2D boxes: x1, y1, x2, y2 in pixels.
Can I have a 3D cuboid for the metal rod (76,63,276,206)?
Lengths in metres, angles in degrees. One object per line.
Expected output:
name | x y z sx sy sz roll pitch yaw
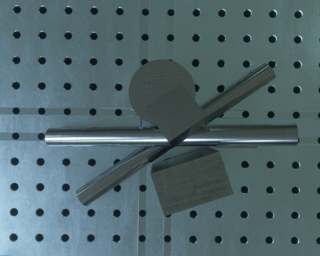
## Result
metal rod | 0.021 0.009 0.411 0.301 0.025 0.025 -34 90 0

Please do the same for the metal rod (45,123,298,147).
metal rod | 0.003 0.010 0.375 0.301 0.025 0.025 -1 90 13

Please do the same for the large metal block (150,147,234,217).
large metal block | 0.035 0.061 0.382 0.080 0.080 0.050 -18 90 0

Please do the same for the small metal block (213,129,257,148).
small metal block | 0.093 0.012 0.398 0.050 0.050 0.025 0 90 1

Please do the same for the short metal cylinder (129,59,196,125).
short metal cylinder | 0.003 -0.043 0.397 0.081 0.050 0.079 0 89 0

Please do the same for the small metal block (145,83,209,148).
small metal block | 0.019 -0.014 0.352 0.050 0.025 0.050 -35 68 0
